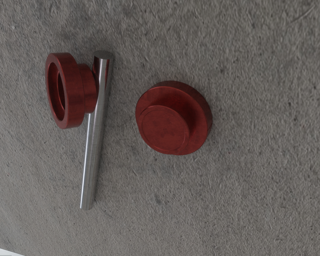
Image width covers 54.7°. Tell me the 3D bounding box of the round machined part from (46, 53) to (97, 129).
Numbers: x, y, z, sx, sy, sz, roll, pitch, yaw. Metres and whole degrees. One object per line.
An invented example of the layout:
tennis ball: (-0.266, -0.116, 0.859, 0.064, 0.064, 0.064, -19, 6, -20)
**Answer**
round machined part: (-0.116, -0.049, 0.407, 0.098, 0.042, 0.097, 25, 120, 53)

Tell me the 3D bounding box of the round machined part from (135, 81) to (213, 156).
round machined part: (0.012, -0.006, 0.386, 0.098, 0.042, 0.097, 13, 124, 21)

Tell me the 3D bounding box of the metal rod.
metal rod: (-0.102, 0.024, 0.475, 0.025, 0.025, 0.298, 25, 127, 13)
